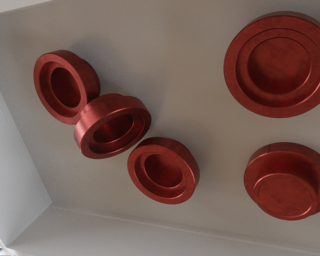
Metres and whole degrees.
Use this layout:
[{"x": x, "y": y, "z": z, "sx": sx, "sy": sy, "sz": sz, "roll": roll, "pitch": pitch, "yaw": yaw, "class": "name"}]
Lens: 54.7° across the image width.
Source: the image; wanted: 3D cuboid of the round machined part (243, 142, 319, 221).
[{"x": 0.147, "y": 0.069, "z": 0.362, "sx": 0.098, "sy": 0.042, "sz": 0.097, "roll": 13, "pitch": 124, "yaw": 20, "class": "round machined part"}]

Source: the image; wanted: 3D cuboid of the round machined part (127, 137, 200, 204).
[{"x": 0.008, "y": 0.054, "z": 0.425, "sx": 0.098, "sy": 0.042, "sz": 0.097, "roll": 13, "pitch": 124, "yaw": 20, "class": "round machined part"}]

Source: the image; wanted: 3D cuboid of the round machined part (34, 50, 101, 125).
[{"x": -0.120, "y": -0.057, "z": 0.418, "sx": 0.098, "sy": 0.042, "sz": 0.097, "roll": 16, "pitch": 122, "yaw": 27, "class": "round machined part"}]

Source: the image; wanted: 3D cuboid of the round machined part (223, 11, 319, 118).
[{"x": 0.115, "y": -0.062, "z": 0.299, "sx": 0.098, "sy": 0.042, "sz": 0.097, "roll": 13, "pitch": 124, "yaw": 20, "class": "round machined part"}]

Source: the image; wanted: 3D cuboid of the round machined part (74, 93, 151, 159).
[{"x": -0.064, "y": -0.006, "z": 0.399, "sx": 0.042, "sy": 0.099, "sz": 0.097, "roll": 56, "pitch": 135, "yaw": 28, "class": "round machined part"}]
